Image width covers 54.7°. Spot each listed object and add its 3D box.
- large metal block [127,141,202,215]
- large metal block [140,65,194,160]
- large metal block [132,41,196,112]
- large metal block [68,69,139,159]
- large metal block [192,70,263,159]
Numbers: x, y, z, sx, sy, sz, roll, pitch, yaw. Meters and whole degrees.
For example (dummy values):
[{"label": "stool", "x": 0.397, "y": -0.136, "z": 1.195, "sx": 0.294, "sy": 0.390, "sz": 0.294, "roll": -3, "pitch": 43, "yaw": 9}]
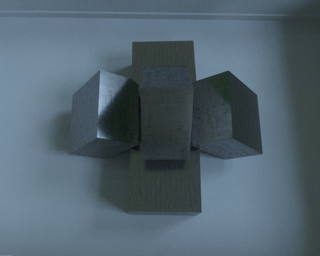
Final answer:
[{"label": "large metal block", "x": 0.006, "y": 0.062, "z": 0.372, "sx": 0.080, "sy": 0.050, "sz": 0.080, "roll": 1, "pitch": 70, "yaw": 0}, {"label": "large metal block", "x": 0.006, "y": -0.020, "z": 0.344, "sx": 0.050, "sy": 0.079, "sz": 0.080, "roll": 0, "pitch": 26, "yaw": -1}, {"label": "large metal block", "x": 0.005, "y": -0.068, "z": 0.417, "sx": 0.081, "sy": 0.050, "sz": 0.080, "roll": -1, "pitch": 70, "yaw": -1}, {"label": "large metal block", "x": -0.069, "y": -0.012, "z": 0.375, "sx": 0.050, "sy": 0.080, "sz": 0.080, "roll": 13, "pitch": 66, "yaw": -35}, {"label": "large metal block", "x": 0.081, "y": -0.011, "z": 0.376, "sx": 0.050, "sy": 0.080, "sz": 0.080, "roll": -14, "pitch": 66, "yaw": 36}]
